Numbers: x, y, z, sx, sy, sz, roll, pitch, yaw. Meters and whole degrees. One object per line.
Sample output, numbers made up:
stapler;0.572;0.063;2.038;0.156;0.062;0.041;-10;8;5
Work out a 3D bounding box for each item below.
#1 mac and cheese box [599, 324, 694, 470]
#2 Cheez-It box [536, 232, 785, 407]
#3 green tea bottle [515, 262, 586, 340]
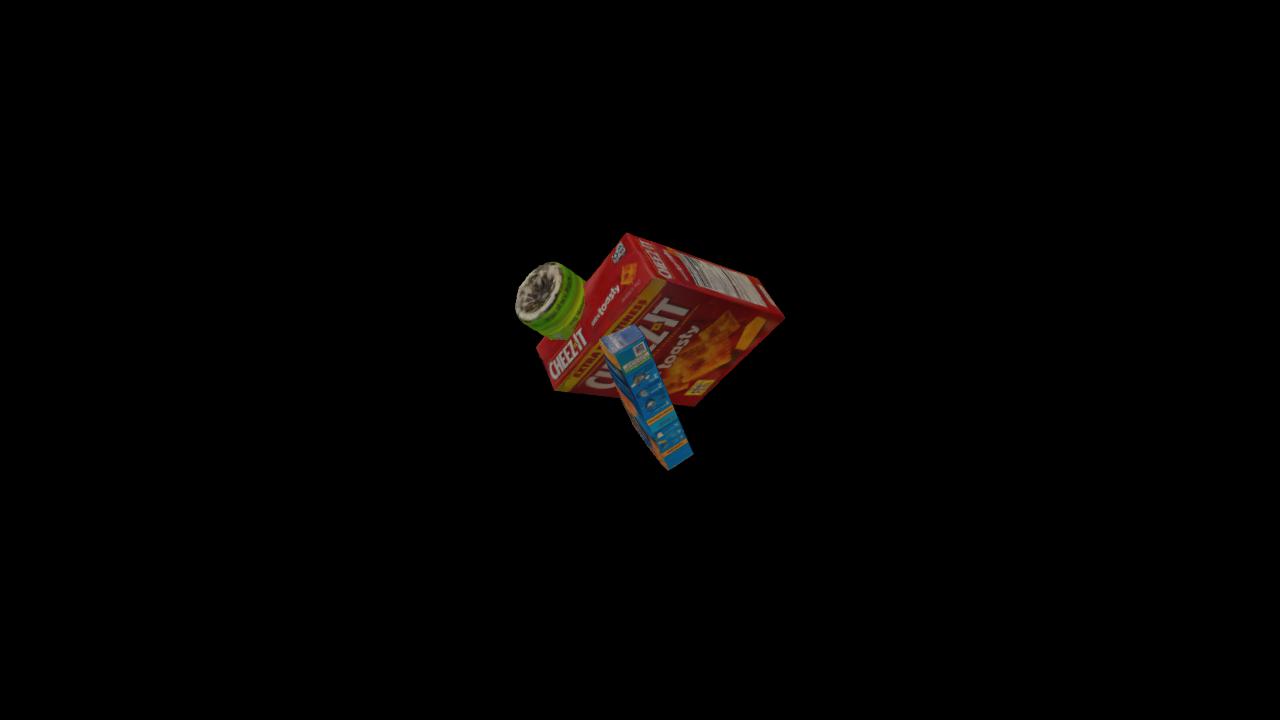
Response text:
mac and cheese box;-0.003;0.026;0.640;0.041;0.184;0.093;-32;42;-10
Cheez-It box;0.027;-0.031;0.657;0.223;0.071;0.166;10;-48;-45
green tea bottle;-0.033;-0.025;0.654;0.073;0.073;0.212;0;-22;44
